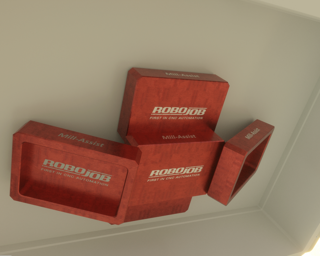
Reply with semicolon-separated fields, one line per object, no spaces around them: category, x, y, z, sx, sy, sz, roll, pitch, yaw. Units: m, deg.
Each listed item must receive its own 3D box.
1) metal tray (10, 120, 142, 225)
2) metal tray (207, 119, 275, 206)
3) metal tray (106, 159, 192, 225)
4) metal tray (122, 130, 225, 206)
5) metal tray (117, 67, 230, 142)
metal tray;-0.094;0.051;0.344;0.131;0.030;0.089;14;115;-3
metal tray;0.122;0.047;0.458;0.131;0.030;0.089;-25;135;-51
metal tray;-0.011;0.088;0.450;0.131;0.030;0.089;-1;119;-29
metal tray;0.015;0.050;0.403;0.131;0.030;0.089;-2;119;-28
metal tray;0.018;-0.025;0.396;0.131;0.030;0.089;-1;119;-29
